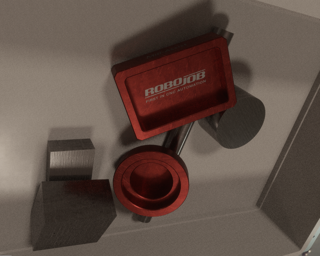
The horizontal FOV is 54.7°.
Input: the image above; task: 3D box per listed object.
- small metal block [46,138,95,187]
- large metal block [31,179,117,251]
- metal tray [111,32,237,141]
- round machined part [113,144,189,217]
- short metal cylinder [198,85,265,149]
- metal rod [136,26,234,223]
[{"bbox_3d":[-0.109,0.042,0.376,0.050,0.025,0.050,-2,119,-28],"label":"small metal block"},{"bbox_3d":[-0.109,0.107,0.383,0.081,0.050,0.079,4,139,-31],"label":"large metal block"},{"bbox_3d":[0.019,-0.049,0.365,0.131,0.030,0.090,-20,120,-5],"label":"metal tray"},{"bbox_3d":[-0.011,0.066,0.417,0.099,0.042,0.097,1,111,2],"label":"round machined part"},{"bbox_3d":[0.100,-0.017,0.439,0.081,0.050,0.079,-14,125,-21],"label":"short metal cylinder"},{"bbox_3d":[0.027,0.009,0.430,0.025,0.025,0.298,9,114,-33],"label":"metal rod"}]
